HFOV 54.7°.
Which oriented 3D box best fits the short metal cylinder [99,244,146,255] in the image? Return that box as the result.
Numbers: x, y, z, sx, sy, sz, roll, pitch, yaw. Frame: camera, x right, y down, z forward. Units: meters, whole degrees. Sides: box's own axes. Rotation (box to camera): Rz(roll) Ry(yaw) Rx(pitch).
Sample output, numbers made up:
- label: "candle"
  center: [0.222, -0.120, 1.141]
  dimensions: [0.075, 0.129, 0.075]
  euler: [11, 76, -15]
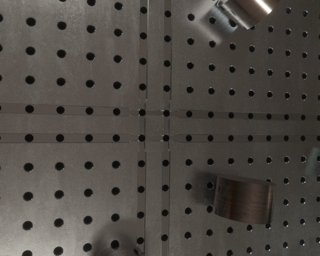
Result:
- label: "short metal cylinder"
  center: [-0.044, 0.193, 0.384]
  dimensions: [0.081, 0.050, 0.079]
  euler: [0, 90, -21]

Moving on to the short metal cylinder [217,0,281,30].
- label: "short metal cylinder"
  center: [0.126, -0.185, 0.431]
  dimensions: [0.050, 0.080, 0.080]
  euler: [37, 78, -17]

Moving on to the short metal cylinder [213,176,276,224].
- label: "short metal cylinder"
  center: [0.116, 0.096, 0.428]
  dimensions: [0.081, 0.080, 0.050]
  euler: [8, 87, -20]
